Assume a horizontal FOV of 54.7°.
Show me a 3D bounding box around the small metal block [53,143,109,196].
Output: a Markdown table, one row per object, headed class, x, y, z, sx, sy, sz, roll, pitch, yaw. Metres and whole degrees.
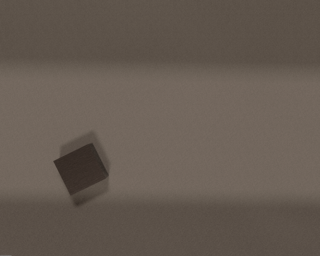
| class | x | y | z | sx | sy | sz | roll | pitch | yaw |
| --- | --- | --- | --- | --- | --- | --- | --- | --- | --- |
| small metal block | -0.103 | 0.054 | 0.410 | 0.050 | 0.025 | 0.050 | -26 | 90 | -1 |
